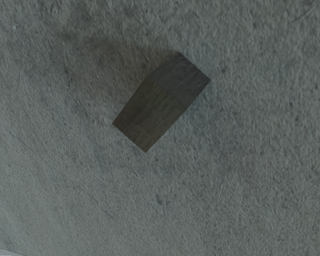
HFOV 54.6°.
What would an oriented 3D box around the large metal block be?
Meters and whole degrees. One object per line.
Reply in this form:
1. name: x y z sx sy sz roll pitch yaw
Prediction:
1. large metal block: 0.003 -0.030 0.352 0.050 0.080 0.080 42 129 0
